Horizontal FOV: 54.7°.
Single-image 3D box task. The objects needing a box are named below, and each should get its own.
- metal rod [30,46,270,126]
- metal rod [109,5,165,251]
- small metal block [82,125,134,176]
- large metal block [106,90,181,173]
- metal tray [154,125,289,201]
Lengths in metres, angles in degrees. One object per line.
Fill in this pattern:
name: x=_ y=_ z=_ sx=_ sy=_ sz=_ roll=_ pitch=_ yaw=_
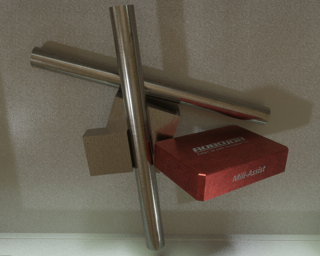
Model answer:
metal rod: x=-0.007 y=-0.051 z=0.392 sx=0.302 sy=0.025 sz=0.025 roll=14 pitch=110 yaw=-6
metal rod: x=-0.022 y=0.016 z=0.362 sx=0.025 sy=0.025 sz=0.298 roll=-6 pitch=110 yaw=2
small metal block: x=-0.059 y=0.026 z=0.365 sx=0.050 sy=0.025 sz=0.050 roll=-6 pitch=110 yaw=1
large metal block: x=-0.026 y=0.002 z=0.397 sx=0.080 sy=0.050 sz=0.079 roll=17 pitch=109 yaw=-7
metal tray: x=0.070 y=0.034 z=0.360 sx=0.131 sy=0.090 sz=0.030 roll=-11 pitch=114 yaw=-30
